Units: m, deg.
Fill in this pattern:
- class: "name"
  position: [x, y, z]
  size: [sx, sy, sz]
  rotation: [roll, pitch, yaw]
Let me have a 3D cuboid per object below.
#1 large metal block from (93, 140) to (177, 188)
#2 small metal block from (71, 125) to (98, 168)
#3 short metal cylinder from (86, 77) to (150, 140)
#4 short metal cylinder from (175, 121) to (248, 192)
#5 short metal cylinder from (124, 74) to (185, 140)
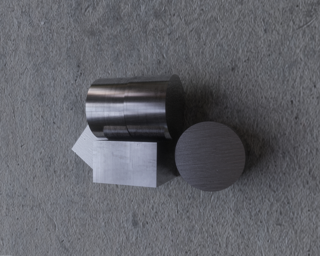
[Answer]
- class: "large metal block"
  position: [-0.028, 0.040, 0.391]
  size: [0.080, 0.080, 0.050]
  rotation: [1, 91, 20]
- class: "small metal block"
  position: [-0.089, 0.026, 0.442]
  size: [0.050, 0.025, 0.050]
  rotation: [39, 102, 15]
- class: "short metal cylinder"
  position: [-0.051, -0.025, 0.400]
  size: [0.050, 0.080, 0.079]
  rotation: [1, 90, 20]
- class: "short metal cylinder"
  position: [0.064, 0.032, 0.374]
  size: [0.080, 0.050, 0.079]
  rotation: [0, 90, 20]
- class: "short metal cylinder"
  position: [-0.004, -0.025, 0.383]
  size: [0.050, 0.080, 0.079]
  rotation: [1, 90, 20]
